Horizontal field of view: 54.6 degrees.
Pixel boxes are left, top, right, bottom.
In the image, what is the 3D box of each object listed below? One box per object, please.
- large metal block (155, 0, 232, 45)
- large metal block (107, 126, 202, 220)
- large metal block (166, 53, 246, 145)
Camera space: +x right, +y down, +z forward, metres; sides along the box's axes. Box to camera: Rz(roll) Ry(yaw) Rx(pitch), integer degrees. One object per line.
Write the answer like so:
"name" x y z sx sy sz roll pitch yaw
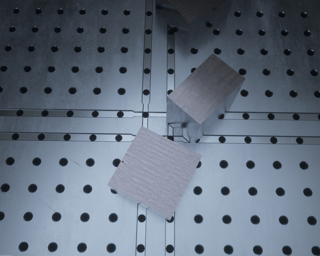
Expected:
"large metal block" 0.049 -0.187 0.467 0.080 0.050 0.080 -35 74 -12
"large metal block" -0.005 0.056 0.378 0.080 0.050 0.080 26 72 9
"large metal block" 0.054 -0.033 0.395 0.050 0.080 0.080 42 75 14
